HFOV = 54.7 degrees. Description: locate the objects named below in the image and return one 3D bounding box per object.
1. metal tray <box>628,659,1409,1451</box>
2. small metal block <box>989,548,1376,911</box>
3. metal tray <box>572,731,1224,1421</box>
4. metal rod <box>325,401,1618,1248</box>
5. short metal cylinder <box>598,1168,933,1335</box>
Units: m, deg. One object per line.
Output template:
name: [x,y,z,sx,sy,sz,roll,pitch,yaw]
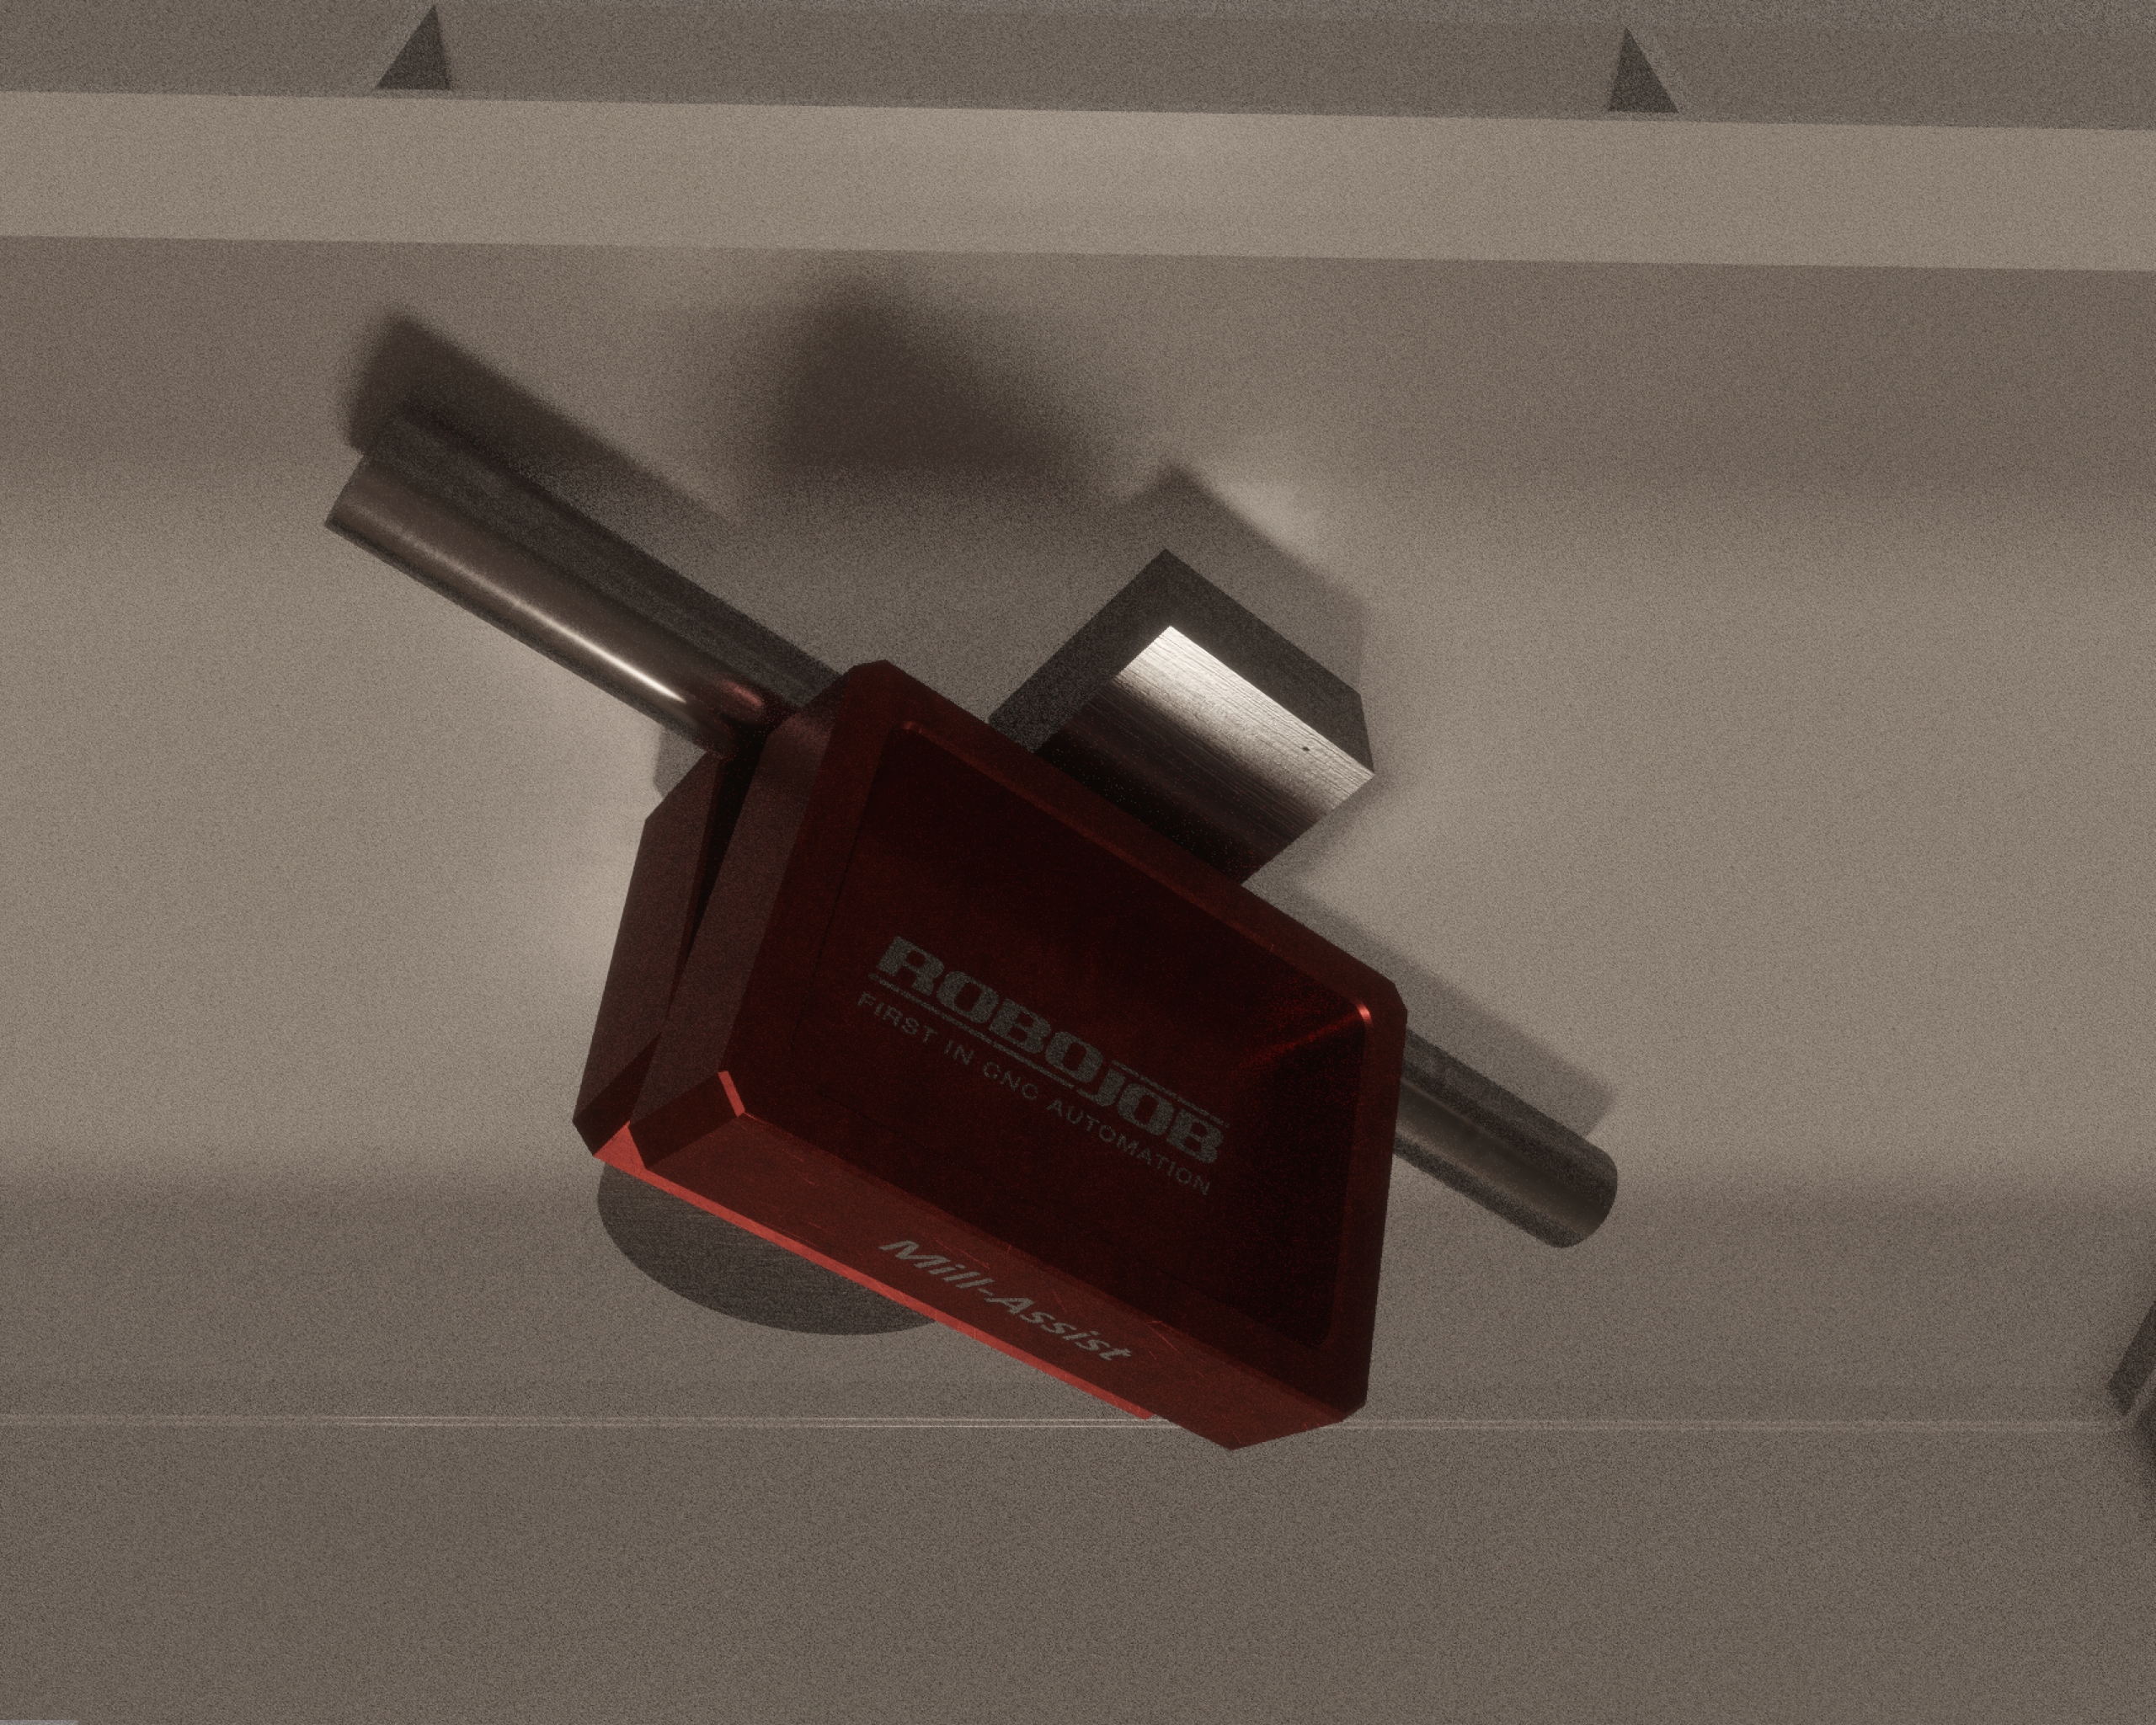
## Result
metal tray: [-0.003,0.035,0.361,0.131,0.090,0.030,32,140,-25]
small metal block: [0.018,-0.022,0.389,0.050,0.025,0.050,33,122,-26]
metal tray: [-0.025,0.040,0.399,0.131,0.090,0.030,32,123,-25]
metal rod: [-0.003,0.005,0.413,0.301,0.025,0.025,32,123,-25]
short metal cylinder: [-0.052,0.055,0.429,0.080,0.050,0.080,4,137,4]
